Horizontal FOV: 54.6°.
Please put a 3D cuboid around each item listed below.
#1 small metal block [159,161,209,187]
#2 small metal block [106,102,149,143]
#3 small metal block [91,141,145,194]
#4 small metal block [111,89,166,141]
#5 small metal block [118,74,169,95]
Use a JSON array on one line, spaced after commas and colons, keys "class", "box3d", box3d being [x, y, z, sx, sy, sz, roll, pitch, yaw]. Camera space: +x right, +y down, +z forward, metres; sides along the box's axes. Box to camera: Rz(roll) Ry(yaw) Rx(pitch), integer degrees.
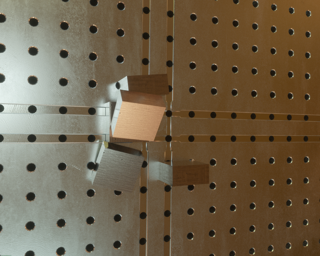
[{"class": "small metal block", "box3d": [0.031, 0.059, 0.410, 0.050, 0.050, 0.025, -1, 91, -20]}, {"class": "small metal block", "box3d": [-0.042, -0.007, 0.397, 0.050, 0.025, 0.050, 0, 90, -20]}, {"class": "small metal block", "box3d": [-0.053, 0.049, 0.386, 0.050, 0.025, 0.050, 16, 102, -19]}, {"class": "small metal block", "box3d": [-0.027, -0.014, 0.363, 0.050, 0.025, 0.050, 7, 125, -20]}, {"class": "small metal block", "box3d": [-0.022, -0.051, 0.391, 0.050, 0.050, 0.025, -7, 93, -20]}]
